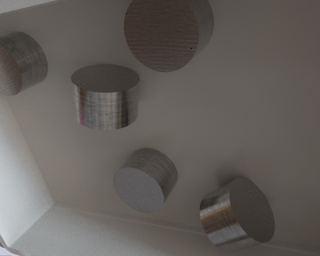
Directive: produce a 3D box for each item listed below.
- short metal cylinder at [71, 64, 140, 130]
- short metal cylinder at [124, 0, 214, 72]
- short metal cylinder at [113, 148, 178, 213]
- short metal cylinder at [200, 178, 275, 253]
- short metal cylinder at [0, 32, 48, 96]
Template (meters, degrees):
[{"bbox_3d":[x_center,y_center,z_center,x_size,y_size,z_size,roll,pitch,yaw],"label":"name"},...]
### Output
[{"bbox_3d":[-0.066,-0.040,0.383,0.080,0.080,0.050,18,126,18],"label":"short metal cylinder"},{"bbox_3d":[0.010,-0.105,0.322,0.080,0.050,0.079,13,124,21],"label":"short metal cylinder"},{"bbox_3d":[-0.020,0.076,0.450,0.080,0.050,0.079,13,124,21],"label":"short metal cylinder"},{"bbox_3d":[0.097,0.110,0.390,0.080,0.080,0.050,47,129,-5],"label":"short metal cylinder"},{"bbox_3d":[-0.212,-0.093,0.447,0.080,0.050,0.079,13,124,21],"label":"short metal cylinder"}]
